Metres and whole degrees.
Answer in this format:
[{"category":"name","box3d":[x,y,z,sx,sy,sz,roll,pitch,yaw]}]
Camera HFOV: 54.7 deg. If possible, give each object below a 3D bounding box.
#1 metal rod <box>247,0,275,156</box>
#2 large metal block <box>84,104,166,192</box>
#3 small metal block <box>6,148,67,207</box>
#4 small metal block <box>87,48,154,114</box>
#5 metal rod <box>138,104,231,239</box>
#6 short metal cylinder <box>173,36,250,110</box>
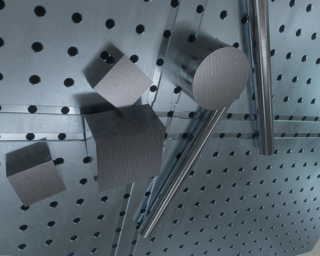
[{"category":"metal rod","box3d":[0.147,-0.073,0.445,0.025,0.025,0.299,-27,128,-11]},{"category":"large metal block","box3d":[-0.044,0.023,0.378,0.081,0.050,0.079,-13,133,-22]},{"category":"small metal block","box3d":[-0.146,0.059,0.368,0.050,0.025,0.050,-22,127,-15]},{"category":"small metal block","box3d":[-0.045,-0.053,0.354,0.050,0.025,0.050,-47,129,4]},{"category":"metal rod","box3d":[0.044,0.044,0.462,0.025,0.025,0.298,17,110,-35]},{"category":"short metal cylinder","box3d":[0.063,-0.069,0.387,0.081,0.050,0.079,-14,124,-21]}]
